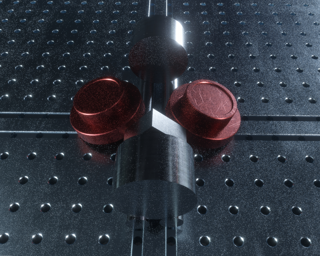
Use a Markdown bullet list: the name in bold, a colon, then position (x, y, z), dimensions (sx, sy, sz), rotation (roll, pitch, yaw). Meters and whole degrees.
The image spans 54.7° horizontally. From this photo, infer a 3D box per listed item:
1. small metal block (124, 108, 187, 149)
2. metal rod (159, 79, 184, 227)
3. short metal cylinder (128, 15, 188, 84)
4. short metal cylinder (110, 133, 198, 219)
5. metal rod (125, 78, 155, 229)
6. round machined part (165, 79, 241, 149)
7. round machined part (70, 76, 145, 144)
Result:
- **small metal block**: position (-0.006, 0.011, 0.351), dimensions (0.050, 0.050, 0.025), rotation (30, 42, -30)
- **metal rod**: position (0.014, -0.016, 0.420), dimensions (0.025, 0.025, 0.300), rotation (1, 50, 1)
- **short metal cylinder**: position (-0.002, -0.109, 0.435), dimensions (0.080, 0.080, 0.050), rotation (1, 50, 0)
- **short metal cylinder**: position (-0.005, 0.049, 0.302), dimensions (0.080, 0.080, 0.050), rotation (1, 50, 0)
- **metal rod**: position (-0.021, -0.015, 0.419), dimensions (0.025, 0.025, 0.300), rotation (1, 50, 1)
- **round machined part**: position (0.059, -0.025, 0.400), dimensions (0.099, 0.042, 0.098), rotation (10, 49, -11)
- **round machined part**: position (-0.072, -0.030, 0.405), dimensions (0.098, 0.042, 0.098), rotation (-9, 49, 11)
